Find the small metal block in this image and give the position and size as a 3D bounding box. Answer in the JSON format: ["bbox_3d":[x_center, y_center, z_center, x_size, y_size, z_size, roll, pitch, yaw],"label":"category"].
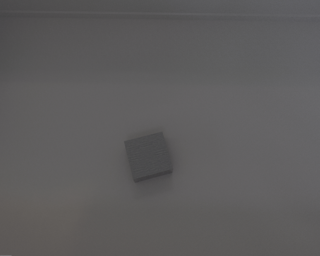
[{"bbox_3d":[-0.015,0.037,0.396,0.050,0.025,0.050,-14,71,-5],"label":"small metal block"}]
